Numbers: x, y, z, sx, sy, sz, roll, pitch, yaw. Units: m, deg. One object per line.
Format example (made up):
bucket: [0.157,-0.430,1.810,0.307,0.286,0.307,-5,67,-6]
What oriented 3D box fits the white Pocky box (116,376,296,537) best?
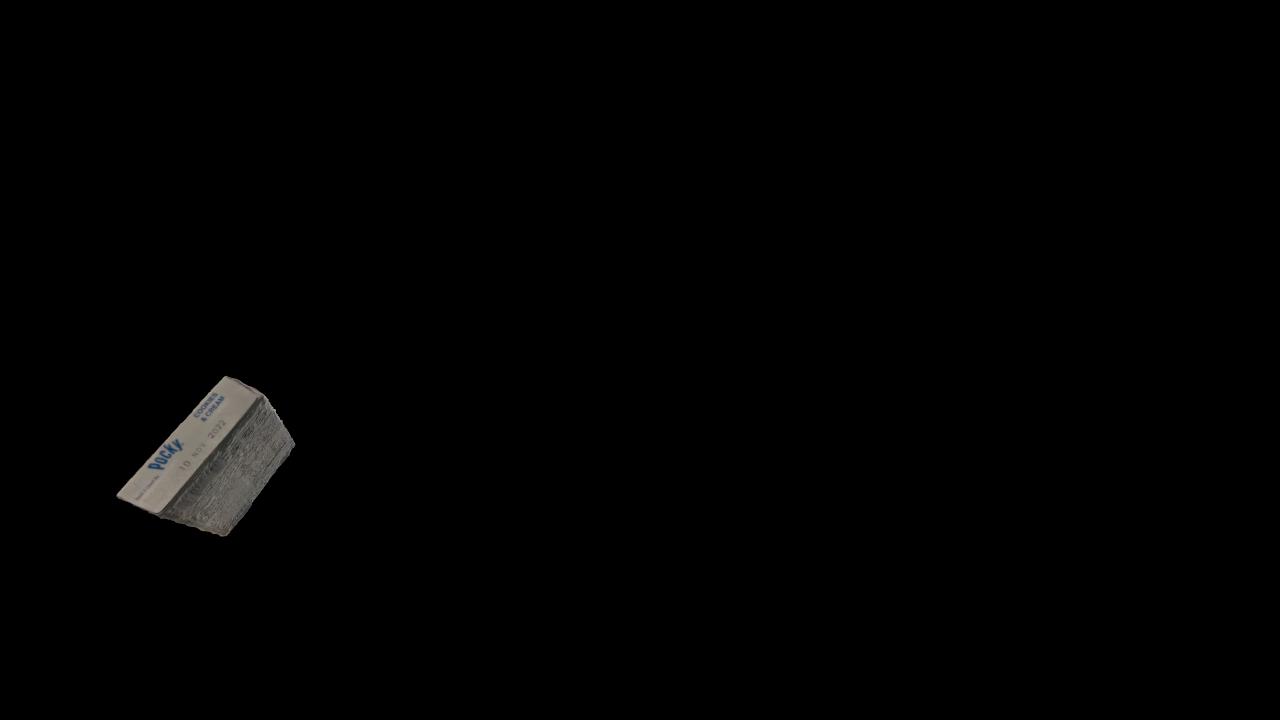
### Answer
white Pocky box: [-0.276,0.070,0.409,0.028,0.084,0.154,32,-27,-9]
